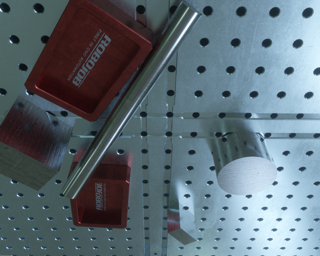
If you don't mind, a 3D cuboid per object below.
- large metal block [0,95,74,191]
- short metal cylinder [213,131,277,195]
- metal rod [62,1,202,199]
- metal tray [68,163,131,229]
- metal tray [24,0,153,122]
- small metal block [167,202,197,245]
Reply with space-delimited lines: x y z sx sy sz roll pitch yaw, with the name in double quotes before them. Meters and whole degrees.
"large metal block" -0.166 0.019 0.390 0.080 0.080 0.050 35 122 -26
"short metal cylinder" 0.118 0.051 0.439 0.081 0.050 0.079 0 130 0
"metal rod" -0.048 -0.014 0.377 0.025 0.025 0.298 26 119 -21
"metal tray" -0.096 0.114 0.503 0.091 0.030 0.129 4 130 -4
"metal tray" -0.080 -0.074 0.344 0.090 0.030 0.129 29 124 -23
"small metal block" 0.038 0.166 0.537 0.025 0.050 0.050 -30 124 22
